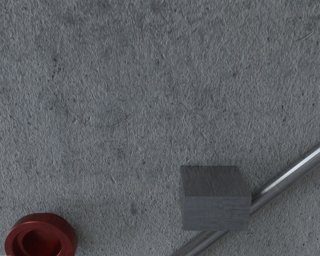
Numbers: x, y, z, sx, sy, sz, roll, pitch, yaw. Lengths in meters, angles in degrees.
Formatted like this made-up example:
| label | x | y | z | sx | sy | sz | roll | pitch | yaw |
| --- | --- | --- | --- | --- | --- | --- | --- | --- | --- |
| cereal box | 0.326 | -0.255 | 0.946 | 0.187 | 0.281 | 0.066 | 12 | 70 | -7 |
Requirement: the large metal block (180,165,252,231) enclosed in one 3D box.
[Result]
| label | x | y | z | sx | sy | sz | roll | pitch | yaw |
| --- | --- | --- | --- | --- | --- | --- | --- | --- | --- |
| large metal block | 0.069 | 0.091 | 0.415 | 0.081 | 0.080 | 0.050 | 1 | 110 | -1 |

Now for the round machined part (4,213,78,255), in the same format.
| label | x | y | z | sx | sy | sz | roll | pitch | yaw |
| --- | --- | --- | --- | --- | --- | --- | --- | --- | --- |
| round machined part | -0.172 | 0.167 | 0.460 | 0.099 | 0.042 | 0.097 | 0 | 110 | -1 |

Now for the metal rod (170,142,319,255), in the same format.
| label | x | y | z | sx | sy | sz | roll | pitch | yaw |
| --- | --- | --- | --- | --- | --- | --- | --- | --- | --- |
| metal rod | 0.120 | 0.125 | 0.457 | 0.299 | 0.025 | 0.025 | -42 | 105 | 13 |
